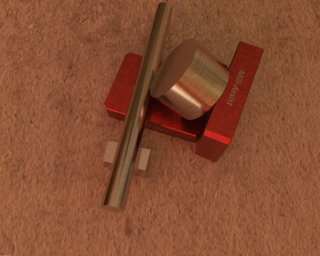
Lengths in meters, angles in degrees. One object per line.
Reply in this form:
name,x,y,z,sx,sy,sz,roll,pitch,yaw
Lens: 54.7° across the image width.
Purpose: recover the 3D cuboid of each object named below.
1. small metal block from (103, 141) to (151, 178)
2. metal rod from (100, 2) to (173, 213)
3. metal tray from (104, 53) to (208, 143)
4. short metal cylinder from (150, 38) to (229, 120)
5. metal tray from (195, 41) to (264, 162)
small metal block,-0.038,0.040,0.381,0.050,0.050,0.025,12,71,4
metal rod,-0.021,-0.046,0.385,0.025,0.025,0.300,10,61,3
metal tray,0.002,-0.042,0.422,0.131,0.030,0.090,17,71,6
short metal cylinder,0.033,-0.056,0.362,0.050,0.080,0.080,33,70,-24
metal tray,0.085,-0.030,0.387,0.030,0.090,0.130,22,71,7
